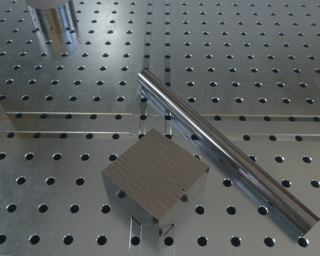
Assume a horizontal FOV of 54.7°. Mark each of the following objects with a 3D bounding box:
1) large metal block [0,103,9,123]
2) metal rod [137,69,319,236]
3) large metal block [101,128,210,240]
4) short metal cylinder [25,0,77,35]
[{"bbox_3d":[-0.256,-0.050,0.411,0.050,0.080,0.080,-32,57,-24],"label":"large metal block"},{"bbox_3d":[0.067,0.012,0.397,0.025,0.025,0.300,-30,57,-23],"label":"metal rod"},{"bbox_3d":[-0.004,0.059,0.342,0.080,0.050,0.080,34,58,25],"label":"large metal block"},{"bbox_3d":[-0.199,-0.217,0.571,0.081,0.050,0.080,0,50,0],"label":"short metal cylinder"}]
